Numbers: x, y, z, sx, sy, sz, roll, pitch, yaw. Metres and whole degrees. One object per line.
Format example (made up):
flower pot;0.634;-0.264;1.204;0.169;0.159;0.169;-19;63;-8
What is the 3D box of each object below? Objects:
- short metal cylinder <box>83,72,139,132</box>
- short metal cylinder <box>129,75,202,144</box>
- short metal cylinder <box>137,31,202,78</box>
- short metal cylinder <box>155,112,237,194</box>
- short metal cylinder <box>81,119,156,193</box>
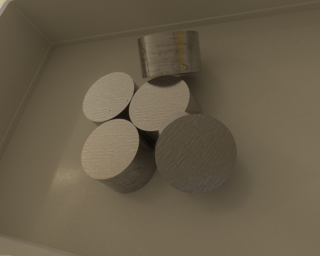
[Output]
short metal cylinder;-0.060;-0.031;0.436;0.080;0.050;0.080;-13;56;20
short metal cylinder;0.008;-0.020;0.394;0.080;0.050;0.080;-13;56;20
short metal cylinder;0.013;-0.095;0.409;0.080;0.080;0.050;-3;99;26
short metal cylinder;0.035;0.023;0.328;0.081;0.050;0.079;0;96;-1
short metal cylinder;-0.050;0.035;0.390;0.080;0.050;0.080;-13;56;20
